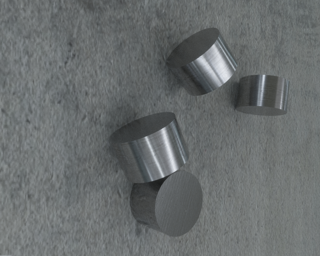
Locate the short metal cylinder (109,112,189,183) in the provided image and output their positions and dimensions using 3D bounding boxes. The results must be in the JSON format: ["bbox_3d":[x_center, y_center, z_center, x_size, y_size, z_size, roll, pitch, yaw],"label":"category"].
[{"bbox_3d":[-0.012,0.021,0.361,0.081,0.080,0.050,-33,111,-35],"label":"short metal cylinder"}]

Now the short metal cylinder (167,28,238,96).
[{"bbox_3d":[0.056,-0.089,0.418,0.050,0.080,0.080,49,61,-29],"label":"short metal cylinder"}]

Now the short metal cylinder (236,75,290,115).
[{"bbox_3d":[0.170,-0.052,0.515,0.081,0.080,0.050,13,82,-40],"label":"short metal cylinder"}]

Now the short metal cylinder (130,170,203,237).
[{"bbox_3d":[0.009,0.092,0.398,0.081,0.050,0.079,0,90,-40],"label":"short metal cylinder"}]
